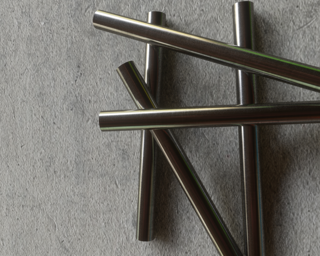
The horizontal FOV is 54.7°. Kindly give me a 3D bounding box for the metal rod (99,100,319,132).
[{"bbox_3d":[0.081,-0.014,0.348,0.301,0.025,0.025,-2,89,7],"label":"metal rod"}]

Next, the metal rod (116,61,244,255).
[{"bbox_3d":[0.029,0.052,0.381,0.025,0.025,0.299,-30,87,17],"label":"metal rod"}]

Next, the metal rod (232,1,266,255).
[{"bbox_3d":[0.107,0.001,0.371,0.025,0.025,0.298,-3,89,20],"label":"metal rod"}]

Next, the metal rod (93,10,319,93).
[{"bbox_3d":[0.052,-0.093,0.362,0.301,0.025,0.025,21,97,18],"label":"metal rod"}]

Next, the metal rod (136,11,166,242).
[{"bbox_3d":[-0.012,-0.001,0.413,0.025,0.025,0.298,3,91,20],"label":"metal rod"}]
